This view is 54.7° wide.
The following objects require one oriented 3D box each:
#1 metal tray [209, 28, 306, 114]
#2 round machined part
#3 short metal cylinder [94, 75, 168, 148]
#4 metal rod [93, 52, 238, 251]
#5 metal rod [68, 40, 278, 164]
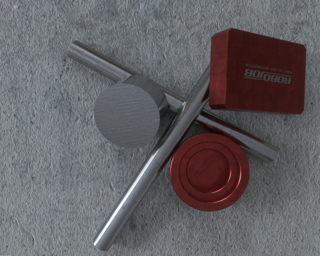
[{"bbox_3d":[0.123,-0.064,0.381,0.131,0.030,0.089,2,90,-28],"label":"metal tray"},{"bbox_3d":[0.062,0.055,0.403,0.099,0.042,0.097,0,90,0],"label":"round machined part"},{"bbox_3d":[-0.034,-0.022,0.385,0.080,0.050,0.079,4,111,11],"label":"short metal cylinder"},{"bbox_3d":[0.004,0.030,0.394,0.025,0.025,0.299,33,96,0],"label":"metal rod"},{"bbox_3d":[0.017,-0.034,0.412,0.301,0.025,0.025,28,90,0],"label":"metal rod"}]
